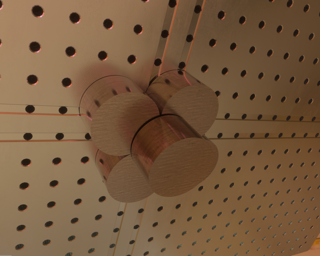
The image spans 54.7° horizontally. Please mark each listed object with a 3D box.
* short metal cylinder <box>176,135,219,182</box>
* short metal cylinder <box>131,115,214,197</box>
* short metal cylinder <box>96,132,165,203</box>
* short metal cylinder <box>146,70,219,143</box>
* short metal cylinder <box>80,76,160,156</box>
[{"bbox_3d":[0.035,0.038,0.439,0.081,0.050,0.079,-14,125,-21],"label":"short metal cylinder"},{"bbox_3d":[0.014,0.032,0.357,0.081,0.050,0.079,-15,126,-21],"label":"short metal cylinder"},{"bbox_3d":[-0.038,0.050,0.406,0.081,0.050,0.079,-14,125,-21],"label":"short metal cylinder"},{"bbox_3d":[0.026,-0.027,0.393,0.081,0.050,0.079,-14,125,-21],"label":"short metal cylinder"},{"bbox_3d":[-0.047,-0.015,0.360,0.081,0.050,0.079,-14,125,-21],"label":"short metal cylinder"}]
